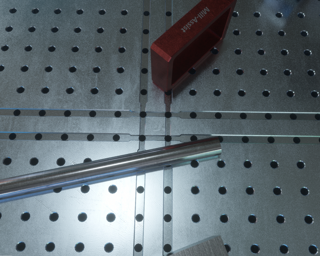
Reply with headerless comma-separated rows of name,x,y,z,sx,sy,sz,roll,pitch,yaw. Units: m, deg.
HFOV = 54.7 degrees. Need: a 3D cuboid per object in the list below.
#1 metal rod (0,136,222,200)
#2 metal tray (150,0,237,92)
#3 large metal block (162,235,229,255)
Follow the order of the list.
metal rod,-0.072,0.052,0.391,0.302,0.025,0.025,-11,71,-5
metal tray,0.044,-0.117,0.420,0.030,0.090,0.130,42,75,13
large metal block,0.040,0.171,0.336,0.081,0.050,0.080,-19,71,-7
